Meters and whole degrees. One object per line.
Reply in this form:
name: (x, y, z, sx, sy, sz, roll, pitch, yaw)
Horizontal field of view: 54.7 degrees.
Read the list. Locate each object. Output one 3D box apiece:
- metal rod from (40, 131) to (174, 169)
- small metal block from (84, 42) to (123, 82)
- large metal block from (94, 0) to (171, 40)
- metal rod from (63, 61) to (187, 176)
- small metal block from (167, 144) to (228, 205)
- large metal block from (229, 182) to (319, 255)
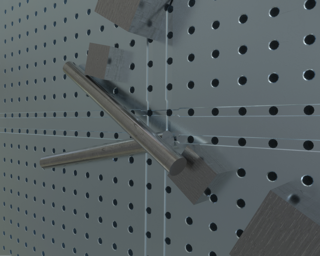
metal rod: (-0.103, 0.041, 0.494, 0.300, 0.025, 0.025, -12, 82, 39)
small metal block: (-0.089, -0.103, 0.483, 0.050, 0.025, 0.050, 21, 103, 38)
large metal block: (-0.034, -0.178, 0.422, 0.080, 0.050, 0.079, 39, 114, 33)
metal rod: (-0.068, -0.030, 0.445, 0.300, 0.025, 0.025, 40, 115, 39)
small metal block: (0.044, 0.055, 0.373, 0.050, 0.025, 0.050, 45, 117, 30)
large metal block: (0.126, 0.110, 0.289, 0.080, 0.050, 0.079, 38, 113, 33)
